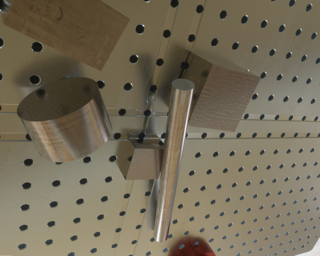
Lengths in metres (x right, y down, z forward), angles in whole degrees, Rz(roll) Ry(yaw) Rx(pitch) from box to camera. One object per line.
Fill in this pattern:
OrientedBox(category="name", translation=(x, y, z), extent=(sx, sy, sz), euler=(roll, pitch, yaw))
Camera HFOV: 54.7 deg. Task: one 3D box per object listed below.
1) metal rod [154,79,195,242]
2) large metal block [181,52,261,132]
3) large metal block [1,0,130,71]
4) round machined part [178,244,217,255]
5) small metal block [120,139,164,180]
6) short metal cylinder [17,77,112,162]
OrientedBox(category="metal rod", translation=(0.013, 0.067, 0.432), extent=(0.025, 0.025, 0.298), euler=(-13, 133, -22))
OrientedBox(category="large metal block", translation=(0.070, -0.045, 0.405), extent=(0.081, 0.050, 0.079), euler=(7, 115, -32))
OrientedBox(category="large metal block", translation=(-0.084, -0.100, 0.267), extent=(0.080, 0.080, 0.050), euler=(22, 106, -37))
OrientedBox(category="round machined part", translation=(0.072, 0.282, 0.614), extent=(0.099, 0.042, 0.097), euler=(-14, 124, -21))
OrientedBox(category="small metal block", translation=(-0.022, 0.043, 0.426), extent=(0.050, 0.025, 0.050), euler=(4, 117, -30))
OrientedBox(category="short metal cylinder", translation=(-0.095, -0.011, 0.317), extent=(0.081, 0.080, 0.050), euler=(-23, 127, -14))
